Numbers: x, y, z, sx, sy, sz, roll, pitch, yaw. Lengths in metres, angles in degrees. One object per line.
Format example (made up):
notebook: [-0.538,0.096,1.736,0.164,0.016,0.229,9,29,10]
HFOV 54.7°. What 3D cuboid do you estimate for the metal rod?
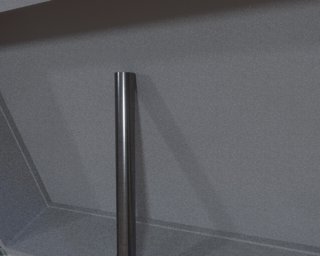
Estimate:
metal rod: [-0.044,0.079,0.401,0.025,0.025,0.298,2,95,27]
